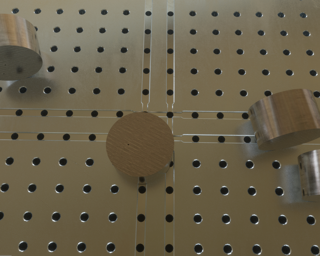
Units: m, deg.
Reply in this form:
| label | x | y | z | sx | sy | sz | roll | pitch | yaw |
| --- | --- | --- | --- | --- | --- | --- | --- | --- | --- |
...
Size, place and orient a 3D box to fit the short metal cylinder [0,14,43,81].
| label | x | y | z | sx | sy | sz | roll | pitch | yaw |
| --- | --- | --- | --- | --- | --- | --- | --- | --- | --- |
| short metal cylinder | -0.206 | -0.107 | 0.420 | 0.081 | 0.080 | 0.050 | -16 | 71 | -6 |

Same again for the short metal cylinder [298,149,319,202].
| label | x | y | z | sx | sy | sz | roll | pitch | yaw |
| --- | --- | --- | --- | --- | --- | --- | --- | --- | --- |
| short metal cylinder | 0.207 | 0.057 | 0.363 | 0.080 | 0.080 | 0.050 | 3 | 70 | 1 |

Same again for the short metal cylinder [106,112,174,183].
| label | x | y | z | sx | sy | sz | roll | pitch | yaw |
| --- | --- | --- | --- | --- | --- | --- | --- | --- | --- |
| short metal cylinder | -0.023 | 0.026 | 0.389 | 0.081 | 0.050 | 0.080 | 0 | 70 | 0 |

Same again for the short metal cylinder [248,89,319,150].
| label | x | y | z | sx | sy | sz | roll | pitch | yaw |
| --- | --- | --- | --- | --- | --- | --- | --- | --- | --- |
| short metal cylinder | 0.157 | -0.008 | 0.386 | 0.081 | 0.080 | 0.050 | -9 | 71 | -3 |
